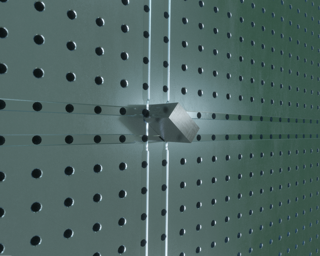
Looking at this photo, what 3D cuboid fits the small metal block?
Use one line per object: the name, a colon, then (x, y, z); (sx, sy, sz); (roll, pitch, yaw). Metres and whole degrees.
small metal block: (0.015, -0.006, 0.407); (0.050, 0.050, 0.025); (48, 62, -30)
